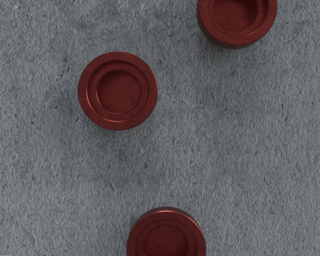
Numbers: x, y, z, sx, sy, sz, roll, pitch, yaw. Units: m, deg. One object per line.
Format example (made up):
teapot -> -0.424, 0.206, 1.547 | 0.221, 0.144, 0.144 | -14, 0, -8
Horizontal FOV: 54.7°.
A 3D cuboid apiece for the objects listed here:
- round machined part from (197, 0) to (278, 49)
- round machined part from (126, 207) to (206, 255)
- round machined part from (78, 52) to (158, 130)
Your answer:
round machined part -> 0.096, -0.150, 0.402 | 0.099, 0.042, 0.097 | 0, 90, 0
round machined part -> 0.008, 0.150, 0.401 | 0.099, 0.042, 0.097 | 0, 90, 0
round machined part -> -0.052, -0.046, 0.401 | 0.099, 0.042, 0.097 | 0, 90, 0
